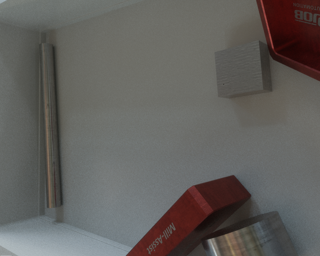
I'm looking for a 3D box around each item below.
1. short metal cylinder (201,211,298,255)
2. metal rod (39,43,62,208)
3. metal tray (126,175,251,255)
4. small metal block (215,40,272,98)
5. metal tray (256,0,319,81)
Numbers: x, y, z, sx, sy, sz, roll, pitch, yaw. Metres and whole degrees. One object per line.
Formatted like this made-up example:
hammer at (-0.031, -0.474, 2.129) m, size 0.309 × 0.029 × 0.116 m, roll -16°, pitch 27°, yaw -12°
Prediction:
short metal cylinder at (0.086, 0.119, 0.299) m, size 0.080 × 0.081 × 0.050 m, roll -33°, pitch 70°, yaw 35°
metal rod at (-0.202, -0.006, 0.569) m, size 0.025 × 0.025 × 0.298 m, roll -7°, pitch 86°, yaw 39°
metal tray at (0.030, 0.109, 0.338) m, size 0.030 × 0.091 × 0.129 m, roll 52°, pitch 120°, yaw 27°
small metal block at (0.089, -0.061, 0.332) m, size 0.050 × 0.025 × 0.050 m, roll -6°, pitch 86°, yaw 39°
metal tray at (0.121, -0.081, 0.230) m, size 0.030 × 0.090 × 0.130 m, roll -28°, pitch 30°, yaw 0°
